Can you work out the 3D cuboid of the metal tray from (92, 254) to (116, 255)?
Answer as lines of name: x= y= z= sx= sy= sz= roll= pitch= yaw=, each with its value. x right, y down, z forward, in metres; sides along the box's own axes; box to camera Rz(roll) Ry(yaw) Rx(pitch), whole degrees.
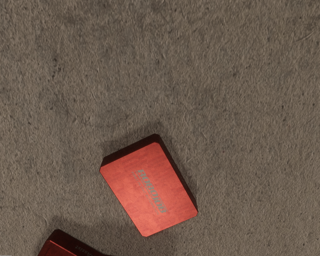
metal tray: x=-0.045 y=0.239 z=0.460 sx=0.131 sy=0.090 sz=0.030 roll=9 pitch=112 yaw=-6

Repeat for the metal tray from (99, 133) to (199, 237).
metal tray: x=-0.014 y=0.083 z=0.438 sx=0.090 sy=0.030 sz=0.130 roll=-26 pitch=108 yaw=8

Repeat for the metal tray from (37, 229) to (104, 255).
metal tray: x=-0.128 y=0.226 z=0.477 sx=0.130 sy=0.030 sz=0.090 roll=31 pitch=107 yaw=-1
